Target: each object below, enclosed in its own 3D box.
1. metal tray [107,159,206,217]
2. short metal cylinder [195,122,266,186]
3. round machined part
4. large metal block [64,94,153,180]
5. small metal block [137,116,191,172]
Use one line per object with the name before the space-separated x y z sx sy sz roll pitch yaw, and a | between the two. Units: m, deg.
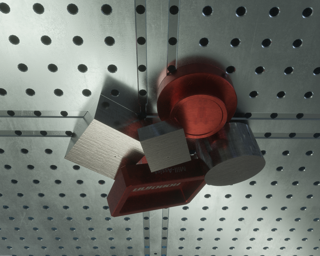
metal tray | -0.001 0.085 0.443 0.131 0.030 0.089 -2 142 -28
short metal cylinder | 0.092 0.036 0.412 0.081 0.050 0.080 -9 145 -6
round machined part | 0.046 -0.025 0.379 0.099 0.042 0.097 0 130 0
large metal block | -0.066 0.016 0.408 0.080 0.050 0.080 29 124 -22
small metal block | 0.006 0.020 0.368 0.050 0.025 0.050 -17 126 0
